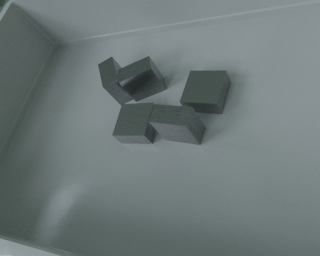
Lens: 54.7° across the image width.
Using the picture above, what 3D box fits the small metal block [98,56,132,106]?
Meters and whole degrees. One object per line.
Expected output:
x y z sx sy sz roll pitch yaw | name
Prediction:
-0.065 -0.070 0.467 0.025 0.050 0.050 -27 52 11 | small metal block

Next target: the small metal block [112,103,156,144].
-0.032 -0.006 0.426 0.050 0.025 0.050 -1 61 28 | small metal block

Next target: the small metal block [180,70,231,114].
0.060 -0.047 0.403 0.050 0.025 0.050 6 65 31 | small metal block

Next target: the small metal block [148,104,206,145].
0.022 -0.004 0.381 0.050 0.050 0.025 7 65 31 | small metal block

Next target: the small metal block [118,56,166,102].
-0.025 -0.069 0.446 0.050 0.050 0.025 -20 54 16 | small metal block
